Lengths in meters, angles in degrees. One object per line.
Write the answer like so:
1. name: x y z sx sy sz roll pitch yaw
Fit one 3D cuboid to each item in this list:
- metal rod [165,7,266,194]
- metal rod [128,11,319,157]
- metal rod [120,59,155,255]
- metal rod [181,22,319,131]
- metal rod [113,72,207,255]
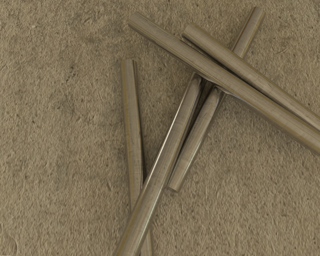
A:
1. metal rod: 0.081 -0.050 0.426 0.025 0.025 0.300 26 72 9
2. metal rod: 0.081 -0.064 0.404 0.300 0.025 0.025 37 74 12
3. metal rod: -0.029 0.049 0.389 0.025 0.025 0.299 -6 70 -2
4. metal rod: 0.154 -0.040 0.405 0.300 0.025 0.025 39 74 5
5. metal rod: 0.003 0.046 0.371 0.025 0.025 0.300 20 64 7
